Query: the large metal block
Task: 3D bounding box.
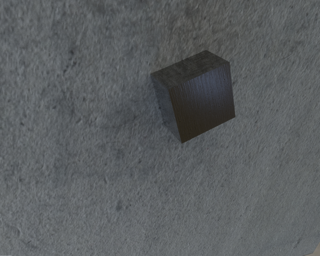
[{"bbox_3d":[0.043,-0.040,0.389,0.080,0.050,0.080,-26,128,-13],"label":"large metal block"}]
